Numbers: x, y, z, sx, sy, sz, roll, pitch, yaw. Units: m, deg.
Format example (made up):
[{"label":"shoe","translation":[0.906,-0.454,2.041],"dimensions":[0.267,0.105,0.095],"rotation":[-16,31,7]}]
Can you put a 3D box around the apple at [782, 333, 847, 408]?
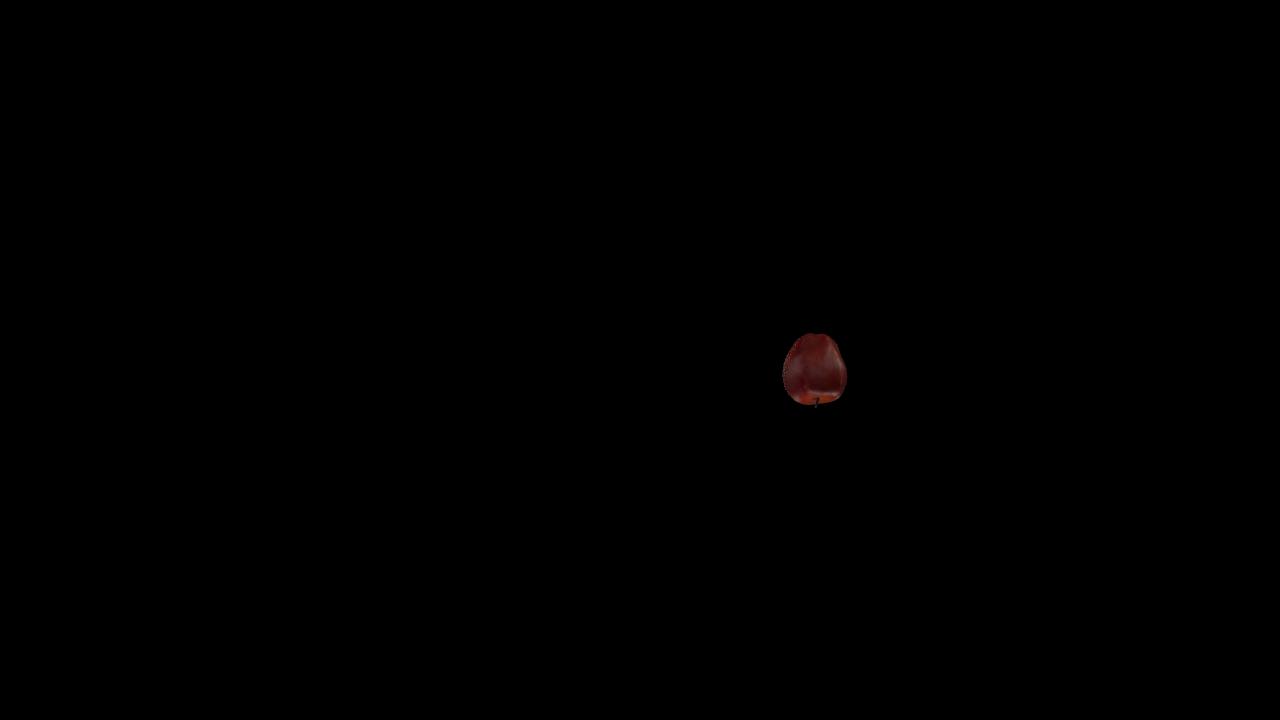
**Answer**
[{"label":"apple","translation":[0.219,0.014,0.773],"dimensions":[0.079,0.093,0.079],"rotation":[1,-17,0]}]
